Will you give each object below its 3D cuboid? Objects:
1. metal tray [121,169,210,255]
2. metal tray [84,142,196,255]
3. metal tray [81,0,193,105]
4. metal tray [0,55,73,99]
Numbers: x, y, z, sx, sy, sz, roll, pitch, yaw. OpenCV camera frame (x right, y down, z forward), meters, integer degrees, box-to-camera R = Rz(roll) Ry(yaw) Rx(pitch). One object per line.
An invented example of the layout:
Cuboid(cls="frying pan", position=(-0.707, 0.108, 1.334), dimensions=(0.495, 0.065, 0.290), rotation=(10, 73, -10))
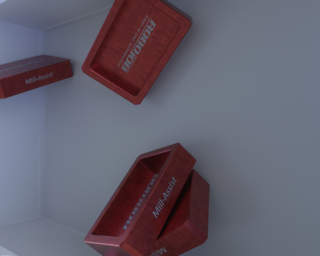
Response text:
Cuboid(cls="metal tray", position=(-0.004, 0.111, 0.356), dimensions=(0.130, 0.090, 0.030), rotation=(-36, 107, 25))
Cuboid(cls="metal tray", position=(-0.021, 0.081, 0.352), dimensions=(0.030, 0.130, 0.090), rotation=(45, 144, -18))
Cuboid(cls="metal tray", position=(-0.031, -0.105, 0.394), dimensions=(0.090, 0.030, 0.129), rotation=(32, 117, -7))
Cuboid(cls="metal tray", position=(-0.227, -0.090, 0.520), dimensions=(0.090, 0.131, 0.030), rotation=(17, 123, 37))
